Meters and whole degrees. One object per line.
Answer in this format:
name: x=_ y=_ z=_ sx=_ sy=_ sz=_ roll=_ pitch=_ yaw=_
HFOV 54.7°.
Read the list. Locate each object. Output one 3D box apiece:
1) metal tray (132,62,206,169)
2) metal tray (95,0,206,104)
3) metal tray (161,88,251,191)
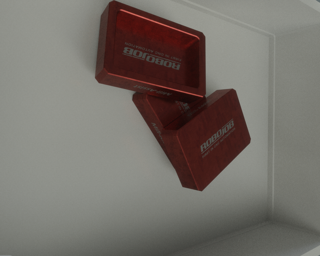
metal tray: x=0.029 y=-0.016 z=0.430 sx=0.090 sy=0.030 sz=0.130 roll=-46 pitch=118 yaw=-30
metal tray: x=-0.006 y=-0.086 z=0.370 sx=0.131 sy=0.030 sz=0.090 roll=10 pitch=72 yaw=-28
metal tray: x=0.068 y=0.012 z=0.424 sx=0.131 sy=0.030 sz=0.090 roll=-36 pitch=113 yaw=-34
